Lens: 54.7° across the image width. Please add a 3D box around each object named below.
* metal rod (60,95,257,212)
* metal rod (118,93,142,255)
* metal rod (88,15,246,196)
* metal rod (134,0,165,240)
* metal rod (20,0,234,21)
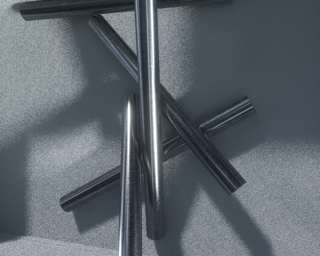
[{"bbox_3d":[-0.015,0.042,0.415,0.300,0.025,0.025,-30,80,17],"label":"metal rod"},{"bbox_3d":[-0.033,0.088,0.349,0.025,0.025,0.299,-15,57,19],"label":"metal rod"},{"bbox_3d":[-0.003,-0.042,0.392,0.025,0.025,0.300,-44,69,15],"label":"metal rod"},{"bbox_3d":[-0.011,-0.002,0.375,0.025,0.025,0.298,3,106,20],"label":"metal rod"},{"bbox_3d":[-0.055,-0.170,0.420,0.301,0.025,0.025,1,90,16],"label":"metal rod"}]
